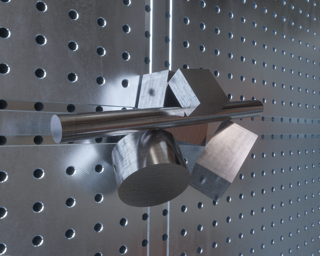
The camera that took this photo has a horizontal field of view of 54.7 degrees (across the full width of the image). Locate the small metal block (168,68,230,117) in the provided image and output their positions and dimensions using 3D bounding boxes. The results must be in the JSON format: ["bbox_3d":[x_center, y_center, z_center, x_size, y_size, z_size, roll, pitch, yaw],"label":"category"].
[{"bbox_3d":[0.045,-0.042,0.362,0.050,0.025,0.050,-8,60,-40],"label":"small metal block"}]

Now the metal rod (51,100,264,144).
[{"bbox_3d":[0.027,-0.014,0.362,0.302,0.025,0.025,-7,95,-39],"label":"metal rod"}]

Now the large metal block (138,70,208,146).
[{"bbox_3d":[0.019,-0.022,0.404,0.081,0.050,0.080,14,81,-39],"label":"large metal block"}]

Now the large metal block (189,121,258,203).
[{"bbox_3d":[0.085,0.046,0.432,0.080,0.050,0.080,-52,165,-27],"label":"large metal block"}]

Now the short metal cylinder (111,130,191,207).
[{"bbox_3d":[-0.011,0.046,0.352,0.080,0.080,0.050,25,32,-38],"label":"short metal cylinder"}]
